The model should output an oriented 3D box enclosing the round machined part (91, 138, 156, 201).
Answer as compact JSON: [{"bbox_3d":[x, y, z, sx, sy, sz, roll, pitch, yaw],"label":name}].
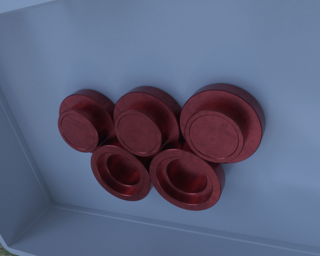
[{"bbox_3d":[-0.049,0.056,0.456,0.098,0.042,0.097,13,124,21],"label":"round machined part"}]

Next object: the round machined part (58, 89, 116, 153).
[{"bbox_3d":[-0.107,-0.003,0.449,0.098,0.042,0.097,12,123,20],"label":"round machined part"}]

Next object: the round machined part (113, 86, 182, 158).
[{"bbox_3d":[-0.020,-0.002,0.404,0.098,0.042,0.097,13,123,21],"label":"round machined part"}]

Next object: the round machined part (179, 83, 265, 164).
[{"bbox_3d":[0.068,0.001,0.359,0.098,0.042,0.097,13,123,21],"label":"round machined part"}]

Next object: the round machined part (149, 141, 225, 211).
[{"bbox_3d":[0.039,0.059,0.411,0.098,0.042,0.097,13,124,21],"label":"round machined part"}]
